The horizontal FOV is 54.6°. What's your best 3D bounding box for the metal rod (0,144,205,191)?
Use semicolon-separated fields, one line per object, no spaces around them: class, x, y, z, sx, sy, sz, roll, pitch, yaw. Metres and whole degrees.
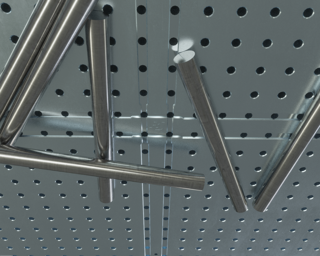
metal rod;-0.086;0.054;0.421;0.302;0.025;0.025;10;130;-9

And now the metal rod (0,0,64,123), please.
metal rod;-0.150;-0.079;0.342;0.025;0.025;0.299;31;124;-23

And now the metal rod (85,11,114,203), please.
metal rod;-0.076;-0.001;0.410;0.025;0.025;0.298;3;130;-3

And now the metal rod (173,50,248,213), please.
metal rod;0.082;0.027;0.434;0.025;0.025;0.299;-17;128;14

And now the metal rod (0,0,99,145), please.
metal rod;-0.138;-0.054;0.352;0.025;0.025;0.299;29;128;-22

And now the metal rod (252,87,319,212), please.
metal rod;0.192;0.019;0.429;0.025;0.025;0.298;7;130;-6
